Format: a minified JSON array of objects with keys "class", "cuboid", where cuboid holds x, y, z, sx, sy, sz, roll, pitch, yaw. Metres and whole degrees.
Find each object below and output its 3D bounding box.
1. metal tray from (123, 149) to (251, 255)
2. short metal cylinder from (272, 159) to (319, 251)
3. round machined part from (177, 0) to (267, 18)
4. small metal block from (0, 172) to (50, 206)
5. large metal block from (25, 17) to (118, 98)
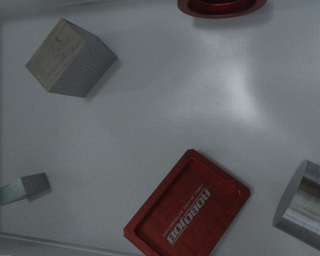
[{"class":"metal tray","cuboid":[0.032,0.101,0.365,0.090,0.030,0.130,36,73,16]},{"class":"short metal cylinder","cuboid":[0.160,0.080,0.325,0.050,0.080,0.080,26,99,18]},{"class":"round machined part","cuboid":[0.069,-0.159,0.347,0.098,0.098,0.042,1,92,19]},{"class":"small metal block","cuboid":[-0.206,0.092,0.468,0.050,0.050,0.025,-26,82,18]},{"class":"large metal block","cuboid":[-0.117,-0.090,0.421,0.050,0.080,0.080,47,104,14]}]
